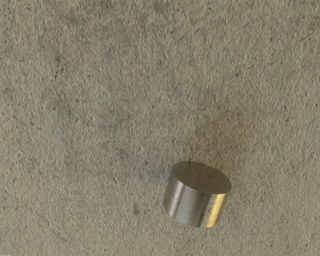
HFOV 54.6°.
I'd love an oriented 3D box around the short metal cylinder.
[{"bbox_3d":[0.048,0.086,0.412,0.080,0.080,0.050,13,110,-5],"label":"short metal cylinder"}]
